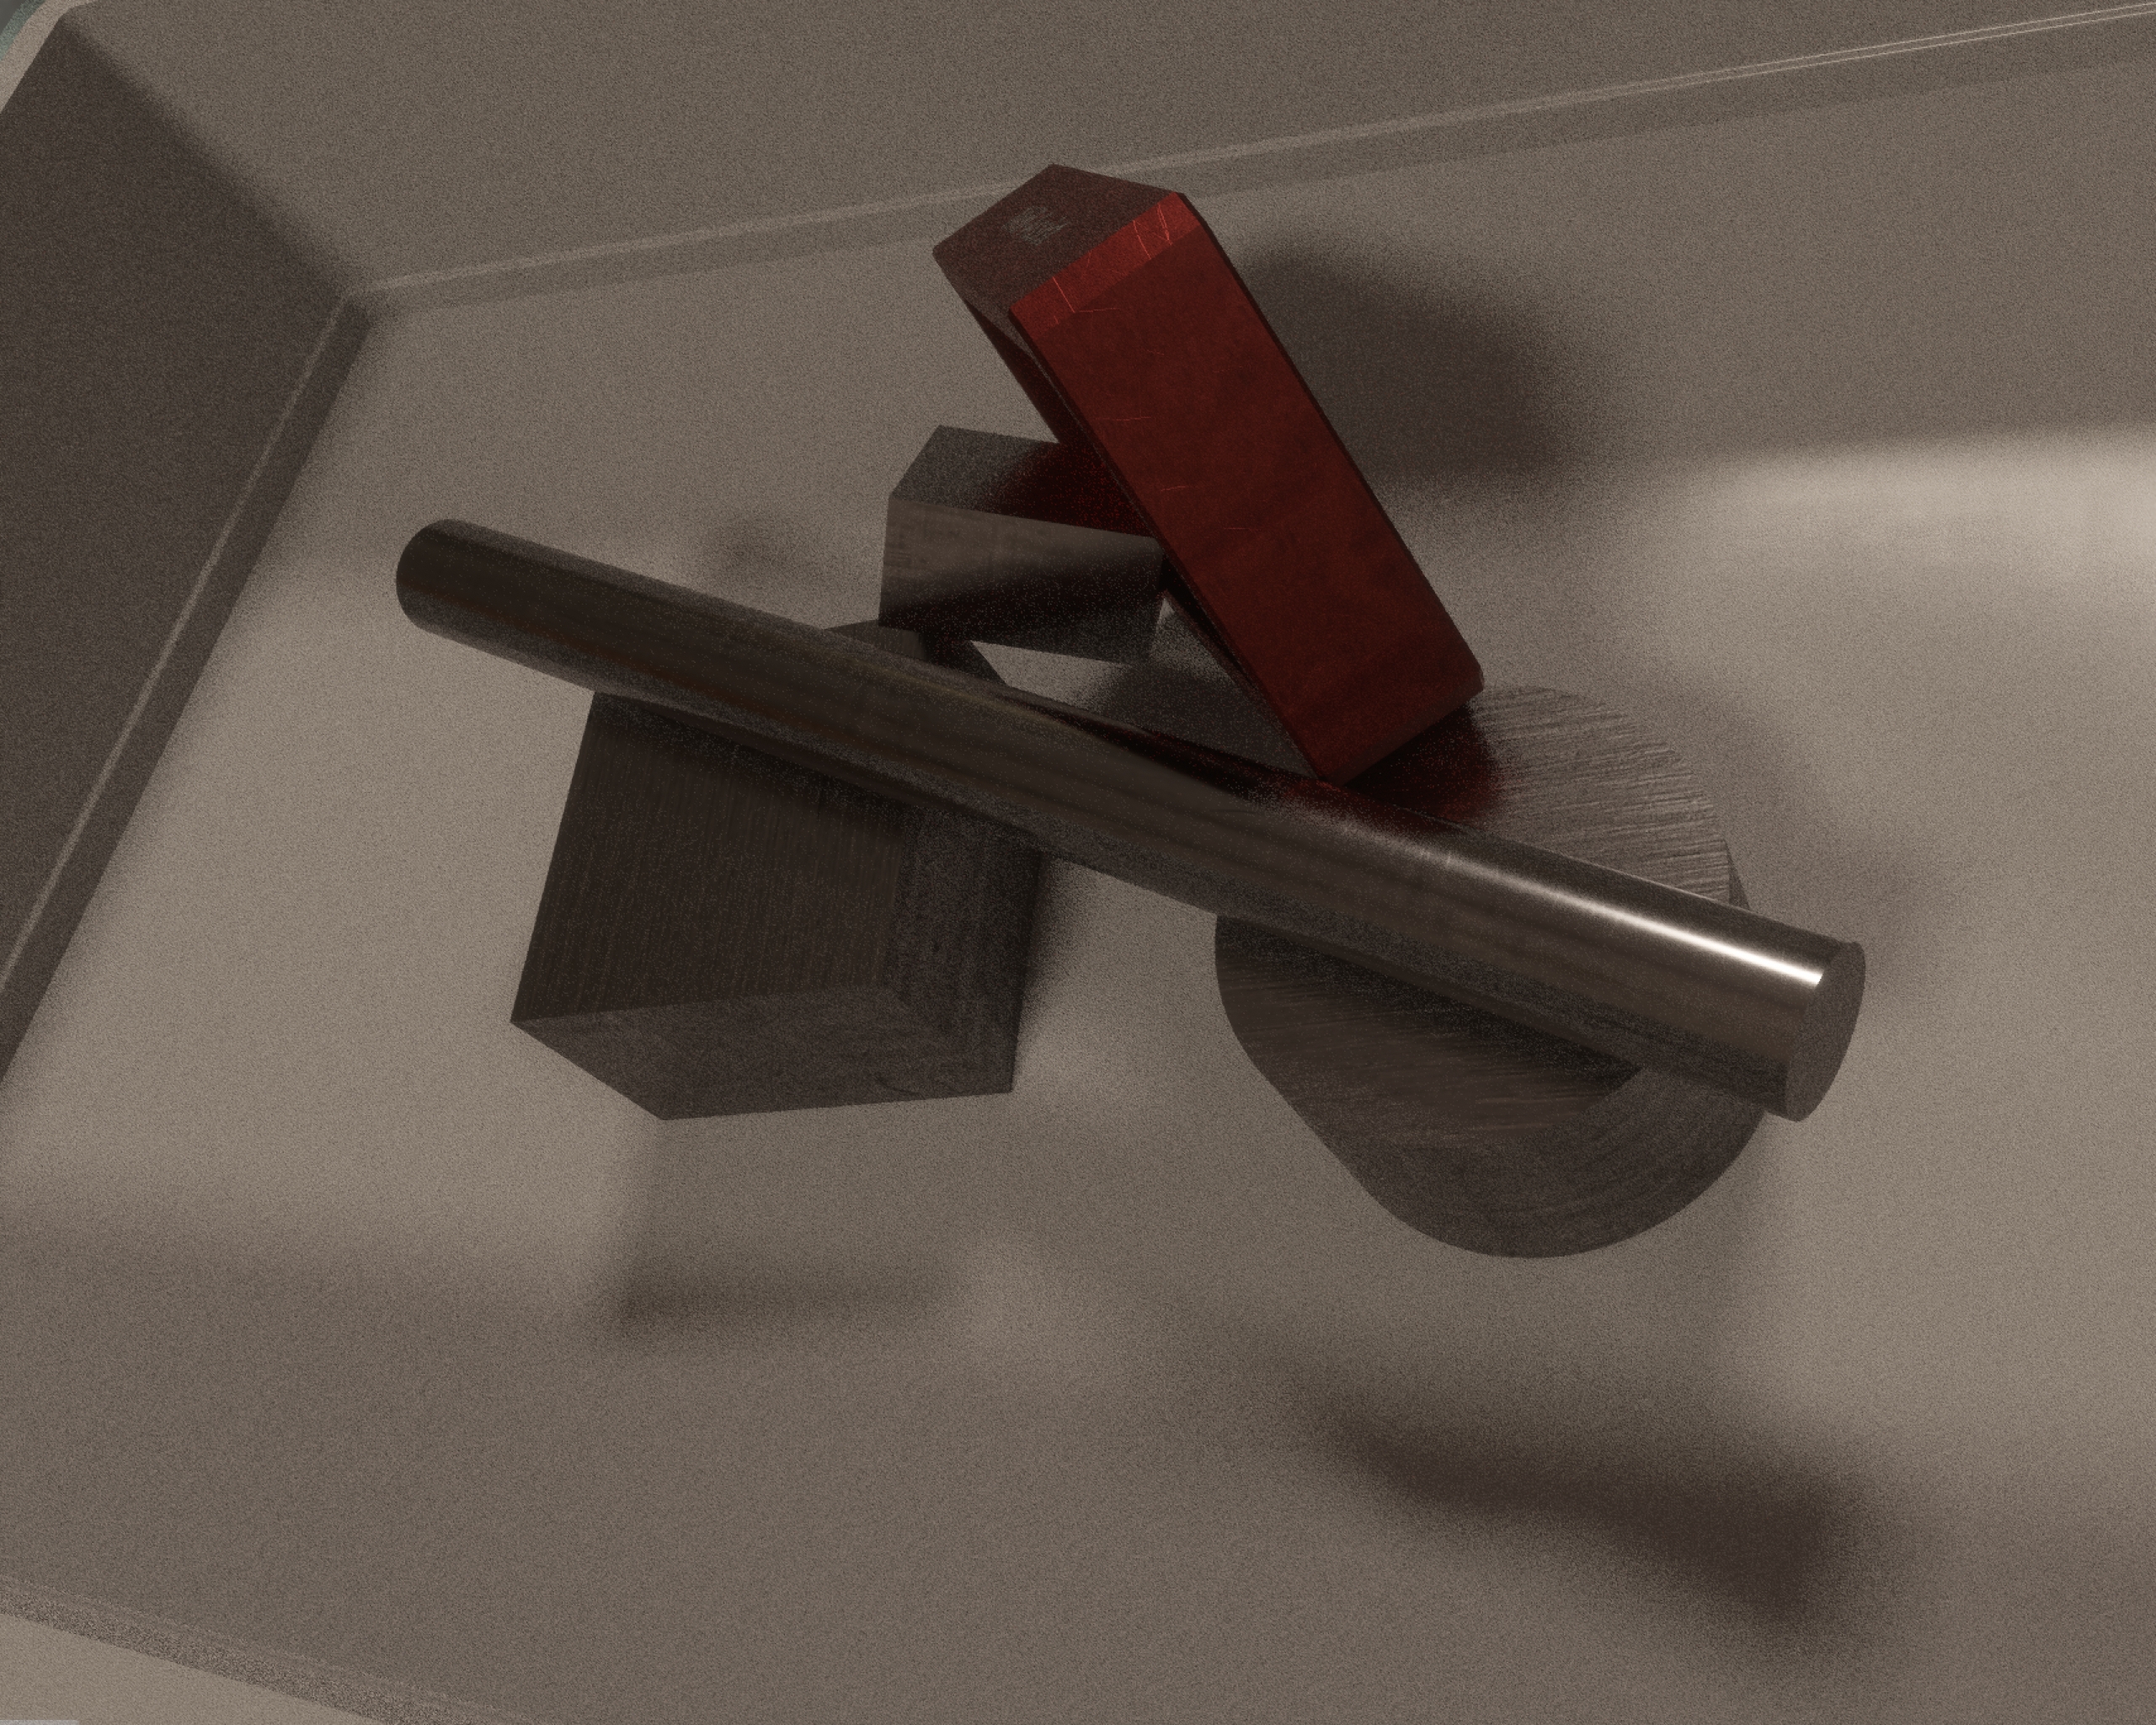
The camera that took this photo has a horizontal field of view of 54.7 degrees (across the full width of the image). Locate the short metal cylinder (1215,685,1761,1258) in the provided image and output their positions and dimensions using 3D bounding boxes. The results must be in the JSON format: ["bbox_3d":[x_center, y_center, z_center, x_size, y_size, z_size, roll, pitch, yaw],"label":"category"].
[{"bbox_3d":[0.069,0.018,0.340,0.080,0.050,0.080,-13,56,20],"label":"short metal cylinder"}]

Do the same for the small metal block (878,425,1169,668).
[{"bbox_3d":[-0.008,-0.062,0.401,0.050,0.025,0.050,9,27,3],"label":"small metal block"}]

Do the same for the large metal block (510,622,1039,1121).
[{"bbox_3d":[-0.056,0.002,0.415,0.080,0.050,0.080,-7,59,24],"label":"large metal block"}]

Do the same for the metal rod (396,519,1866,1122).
[{"bbox_3d":[-0.018,-0.019,0.358,0.300,0.025,0.025,20,72,35],"label":"metal rod"}]

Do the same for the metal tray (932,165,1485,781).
[{"bbox_3d":[0.018,-0.073,0.365,0.030,0.090,0.130,-35,22,4],"label":"metal tray"}]
